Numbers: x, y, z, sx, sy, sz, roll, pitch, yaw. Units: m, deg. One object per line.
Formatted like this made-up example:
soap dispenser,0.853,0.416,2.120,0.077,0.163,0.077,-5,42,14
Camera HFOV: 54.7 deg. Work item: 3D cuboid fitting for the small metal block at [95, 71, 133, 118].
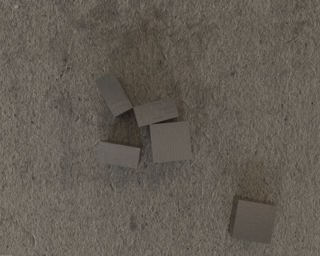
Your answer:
small metal block,-0.056,-0.041,0.397,0.025,0.050,0.050,-28,90,0

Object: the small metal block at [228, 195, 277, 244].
small metal block,0.122,0.121,0.411,0.050,0.025,0.050,10,90,0

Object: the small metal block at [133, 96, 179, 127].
small metal block,-0.005,-0.020,0.397,0.050,0.050,0.025,-15,90,0

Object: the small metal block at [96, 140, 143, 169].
small metal block,-0.050,0.032,0.397,0.050,0.050,0.025,10,90,0

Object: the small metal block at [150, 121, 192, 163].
small metal block,0.014,0.018,0.410,0.050,0.025,0.050,-5,90,0
